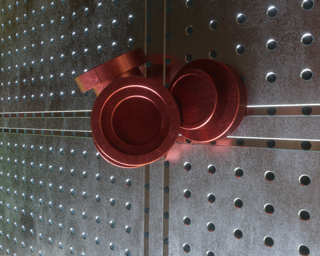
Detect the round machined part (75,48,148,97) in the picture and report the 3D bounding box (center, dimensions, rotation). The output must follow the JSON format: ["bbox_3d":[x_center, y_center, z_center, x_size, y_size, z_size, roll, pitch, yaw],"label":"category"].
[{"bbox_3d":[-0.059,-0.068,0.415,0.098,0.099,0.042,-16,106,38],"label":"round machined part"}]

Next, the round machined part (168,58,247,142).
[{"bbox_3d":[0.046,-0.032,0.359,0.098,0.042,0.097,0,90,39],"label":"round machined part"}]

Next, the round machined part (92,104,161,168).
[{"bbox_3d":[-0.039,0.003,0.398,0.099,0.042,0.097,0,87,2],"label":"round machined part"}]

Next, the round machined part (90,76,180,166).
[{"bbox_3d":[-0.025,-0.007,0.355,0.099,0.042,0.097,0,89,6],"label":"round machined part"}]

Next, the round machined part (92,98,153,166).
[{"bbox_3d":[-0.060,0.006,0.446,0.098,0.042,0.097,0,90,39],"label":"round machined part"}]
